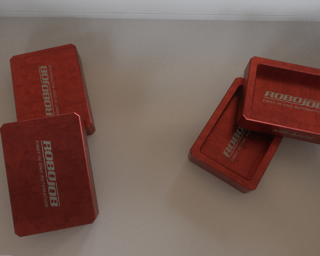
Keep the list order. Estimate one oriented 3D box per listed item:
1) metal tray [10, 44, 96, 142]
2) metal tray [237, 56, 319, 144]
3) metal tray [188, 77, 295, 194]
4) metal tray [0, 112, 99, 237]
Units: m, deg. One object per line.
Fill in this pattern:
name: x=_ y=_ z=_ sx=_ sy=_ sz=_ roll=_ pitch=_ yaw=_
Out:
metal tray: x=-0.147 y=-0.045 z=0.422 sx=0.091 sy=0.030 sz=0.130 roll=-14 pitch=71 yaw=-6
metal tray: x=0.170 y=-0.033 z=0.388 sx=0.131 sy=0.030 sz=0.090 roll=12 pitch=69 yaw=3
metal tray: x=0.108 y=0.007 z=0.405 sx=0.090 sy=0.030 sz=0.130 roll=31 pitch=73 yaw=10
metal tray: x=-0.129 y=0.053 z=0.367 sx=0.091 sy=0.030 sz=0.129 roll=-10 pitch=86 yaw=-5
